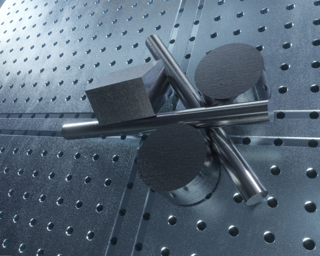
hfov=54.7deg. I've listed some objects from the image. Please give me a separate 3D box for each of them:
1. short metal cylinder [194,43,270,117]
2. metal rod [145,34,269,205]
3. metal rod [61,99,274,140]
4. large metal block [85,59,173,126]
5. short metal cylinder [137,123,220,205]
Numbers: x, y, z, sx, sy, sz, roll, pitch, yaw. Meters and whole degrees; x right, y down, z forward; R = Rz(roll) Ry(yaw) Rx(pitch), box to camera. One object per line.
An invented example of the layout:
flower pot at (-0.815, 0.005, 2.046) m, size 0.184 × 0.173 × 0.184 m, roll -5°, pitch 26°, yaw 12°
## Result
short metal cylinder at (0.088, -0.055, 0.376) m, size 0.080 × 0.050 × 0.080 m, roll -13°, pitch 56°, yaw 21°
metal rod at (0.043, -0.034, 0.402) m, size 0.025 × 0.025 × 0.300 m, roll -33°, pitch 51°, yaw 7°
metal rod at (-0.014, -0.006, 0.393) m, size 0.300 × 0.025 × 0.025 m, roll -5°, pitch 59°, yaw 32°
large metal block at (-0.038, -0.048, 0.414) m, size 0.080 × 0.050 × 0.080 m, roll -10°, pitch 23°, yaw 23°
short metal cylinder at (0.021, 0.041, 0.351) m, size 0.080 × 0.050 × 0.080 m, roll -13°, pitch 56°, yaw 21°
